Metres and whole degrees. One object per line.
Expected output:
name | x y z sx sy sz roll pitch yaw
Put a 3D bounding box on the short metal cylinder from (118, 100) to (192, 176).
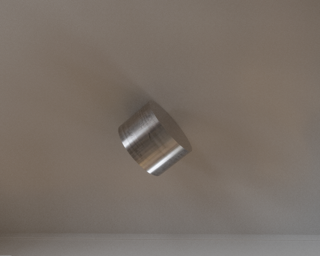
short metal cylinder | -0.005 0.012 0.384 0.050 0.080 0.080 -40 106 13
